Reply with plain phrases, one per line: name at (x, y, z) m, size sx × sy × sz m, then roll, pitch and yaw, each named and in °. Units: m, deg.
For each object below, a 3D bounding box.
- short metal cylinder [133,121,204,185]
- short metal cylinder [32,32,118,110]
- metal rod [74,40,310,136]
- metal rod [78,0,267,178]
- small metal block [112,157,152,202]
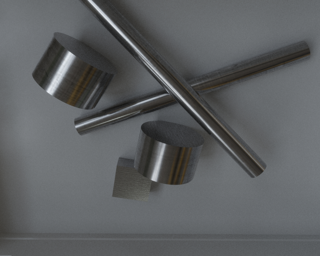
short metal cylinder at (0.011, 0.029, 0.393) m, size 0.081 × 0.080 × 0.050 m, roll 12°, pitch 110°, yaw -5°
short metal cylinder at (-0.097, -0.065, 0.357) m, size 0.080 × 0.080 × 0.050 m, roll 33°, pitch 107°, yaw -12°
metal rod at (0.035, -0.048, 0.394) m, size 0.301 × 0.025 × 0.025 m, roll -18°, pitch 109°, yaw 6°
metal rod at (0.016, -0.053, 0.367) m, size 0.025 × 0.025 × 0.300 m, roll -43°, pitch 96°, yaw 14°
small metal block at (-0.038, 0.073, 0.438) m, size 0.050 × 0.025 × 0.050 m, roll 9°, pitch 110°, yaw -4°
